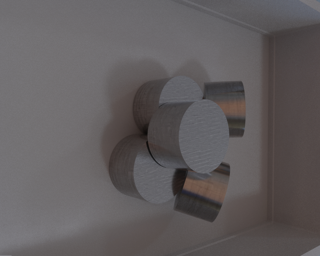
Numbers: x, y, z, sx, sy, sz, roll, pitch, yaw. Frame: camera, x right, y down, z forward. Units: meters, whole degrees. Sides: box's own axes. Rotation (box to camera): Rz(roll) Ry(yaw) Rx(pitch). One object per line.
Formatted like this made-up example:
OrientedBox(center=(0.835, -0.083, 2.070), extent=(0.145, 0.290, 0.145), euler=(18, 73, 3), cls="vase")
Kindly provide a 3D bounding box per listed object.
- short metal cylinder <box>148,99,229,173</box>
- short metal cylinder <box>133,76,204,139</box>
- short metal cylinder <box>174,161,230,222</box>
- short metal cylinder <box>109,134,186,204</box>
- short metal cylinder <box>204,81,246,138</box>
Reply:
OrientedBox(center=(0.033, 0.009, 0.351), extent=(0.081, 0.050, 0.079), euler=(0, 90, -40), cls="short metal cylinder")
OrientedBox(center=(0.013, -0.025, 0.401), extent=(0.081, 0.050, 0.079), euler=(0, 90, -40), cls="short metal cylinder")
OrientedBox(center=(0.054, 0.077, 0.408), extent=(0.050, 0.080, 0.080), euler=(18, 75, 3), cls="short metal cylinder")
OrientedBox(center=(-0.014, 0.048, 0.379), extent=(0.081, 0.050, 0.079), euler=(0, 90, -40), cls="short metal cylinder")
OrientedBox(center=(0.089, -0.026, 0.438), extent=(0.080, 0.050, 0.079), euler=(-3, 92, -84), cls="short metal cylinder")
